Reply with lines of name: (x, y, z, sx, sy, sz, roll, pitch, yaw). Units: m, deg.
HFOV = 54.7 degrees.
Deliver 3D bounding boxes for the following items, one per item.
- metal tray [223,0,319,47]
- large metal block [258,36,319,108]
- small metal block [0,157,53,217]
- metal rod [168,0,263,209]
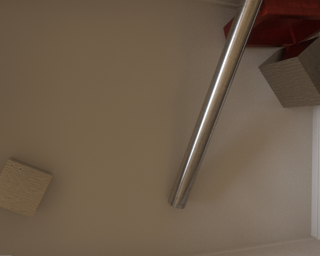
metal tray: (0.169, -0.148, 0.437, 0.131, 0.090, 0.030, -6, 80, -20)
large metal block: (0.208, -0.079, 0.460, 0.050, 0.080, 0.080, -40, 103, -16)
small metal block: (-0.158, 0.067, 0.353, 0.050, 0.025, 0.050, 26, 81, -19)
metal rod: (0.069, -0.035, 0.392, 0.025, 0.025, 0.298, 14, 102, -20)
